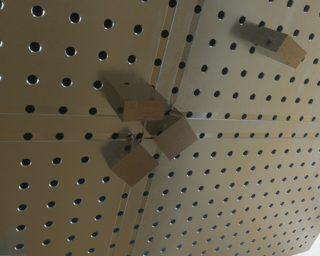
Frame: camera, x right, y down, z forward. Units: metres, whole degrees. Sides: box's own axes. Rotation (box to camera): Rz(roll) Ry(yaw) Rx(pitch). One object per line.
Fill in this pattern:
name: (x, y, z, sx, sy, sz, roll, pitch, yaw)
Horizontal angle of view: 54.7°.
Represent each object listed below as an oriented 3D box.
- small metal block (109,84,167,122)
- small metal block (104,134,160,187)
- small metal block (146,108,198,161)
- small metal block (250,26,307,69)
small metal block: (-0.027, -0.031, 0.362, 0.050, 0.050, 0.025, -4, 120, -27)
small metal block: (-0.038, 0.045, 0.420, 0.050, 0.025, 0.050, -41, 130, -1)
small metal block: (0.018, 0.009, 0.428, 0.050, 0.025, 0.050, -37, 130, -4)
small metal block: (0.159, -0.109, 0.417, 0.050, 0.050, 0.025, 22, 107, -37)
